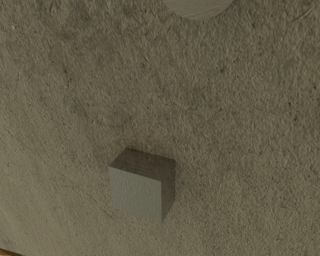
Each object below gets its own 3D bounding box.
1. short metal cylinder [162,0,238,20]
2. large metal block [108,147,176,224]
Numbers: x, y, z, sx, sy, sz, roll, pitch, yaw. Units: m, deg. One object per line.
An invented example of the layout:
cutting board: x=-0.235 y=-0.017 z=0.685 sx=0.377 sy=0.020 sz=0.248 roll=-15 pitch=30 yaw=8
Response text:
short metal cylinder: x=0.041 y=-0.144 z=0.280 sx=0.080 sy=0.050 sz=0.079 roll=13 pitch=124 yaw=21
large metal block: x=-0.024 y=0.083 z=0.455 sx=0.080 sy=0.050 sz=0.079 roll=13 pitch=124 yaw=21
